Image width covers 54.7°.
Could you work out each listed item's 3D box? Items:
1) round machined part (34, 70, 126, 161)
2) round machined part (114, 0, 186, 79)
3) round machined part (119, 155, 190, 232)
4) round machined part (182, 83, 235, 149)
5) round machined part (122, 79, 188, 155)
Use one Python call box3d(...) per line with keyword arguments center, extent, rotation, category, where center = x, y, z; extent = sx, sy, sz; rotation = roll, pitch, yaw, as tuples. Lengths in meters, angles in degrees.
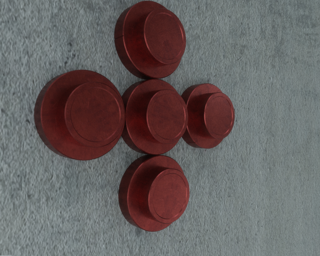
box3d(center=(-0.078, -0.014, 0.332), extent=(0.099, 0.042, 0.097), rotation=(0, 90, -40), category="round machined part")
box3d(center=(-0.005, -0.112, 0.393), extent=(0.099, 0.042, 0.097), rotation=(0, 90, -40), category="round machined part")
box3d(center=(0.000, 0.084, 0.397), extent=(0.099, 0.042, 0.097), rotation=(0, 90, -40), category="round machined part")
box3d(center=(0.074, -0.018, 0.459), extent=(0.099, 0.042, 0.097), rotation=(0, 90, -40), category="round machined part")
box3d(center=(-0.002, -0.014, 0.395), extent=(0.099, 0.042, 0.097), rotation=(0, 90, -40), category="round machined part")
